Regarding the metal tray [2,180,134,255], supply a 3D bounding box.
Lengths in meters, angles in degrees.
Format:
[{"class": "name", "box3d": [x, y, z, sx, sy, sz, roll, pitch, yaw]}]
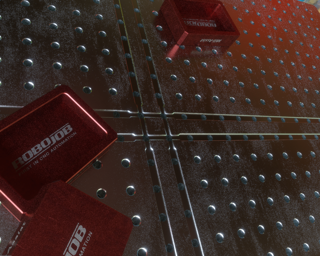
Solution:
[{"class": "metal tray", "box3d": [-0.087, 0.122, 0.263, 0.090, 0.030, 0.130, 37, 55, -23]}]

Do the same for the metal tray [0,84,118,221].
[{"class": "metal tray", "box3d": [-0.120, 0.020, 0.328, 0.090, 0.030, 0.131, 44, 51, 2]}]

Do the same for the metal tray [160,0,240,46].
[{"class": "metal tray", "box3d": [0.075, -0.194, 0.565, 0.131, 0.030, 0.090, -9, 66, -32]}]
